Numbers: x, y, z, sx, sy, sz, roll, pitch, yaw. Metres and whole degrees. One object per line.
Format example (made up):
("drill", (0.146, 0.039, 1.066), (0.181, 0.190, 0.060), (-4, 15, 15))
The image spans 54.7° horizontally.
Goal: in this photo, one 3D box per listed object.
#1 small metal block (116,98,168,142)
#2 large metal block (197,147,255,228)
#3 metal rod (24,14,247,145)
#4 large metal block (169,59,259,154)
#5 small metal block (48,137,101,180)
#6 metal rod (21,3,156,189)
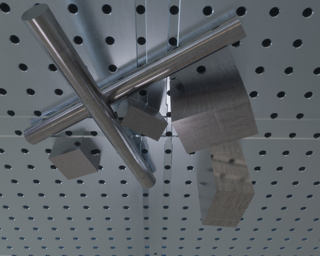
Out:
("small metal block", (-0.023, -0.013, 0.380), (0.050, 0.050, 0.025), (26, 102, -21))
("large metal block", (0.091, 0.085, 0.449), (0.050, 0.080, 0.079), (6, 130, -6))
("metal rod", (-0.045, -0.048, 0.370), (0.300, 0.025, 0.025), (-24, 126, 19))
("large metal block", (0.058, -0.026, 0.354), (0.080, 0.080, 0.050), (-17, 128, 14))
("small metal block", (-0.122, 0.045, 0.449), (0.050, 0.025, 0.050), (-17, 128, 14))
("metal rod", (-0.062, -0.007, 0.373), (0.025, 0.025, 0.299), (-14, 138, 11))
